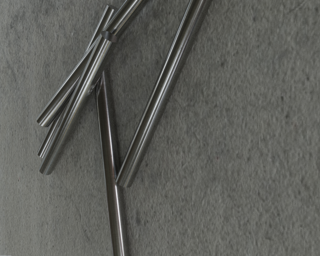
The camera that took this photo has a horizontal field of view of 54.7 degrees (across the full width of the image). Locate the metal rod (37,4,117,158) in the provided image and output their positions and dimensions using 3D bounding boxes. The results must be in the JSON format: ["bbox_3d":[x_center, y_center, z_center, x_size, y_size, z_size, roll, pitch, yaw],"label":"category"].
[{"bbox_3d":[-0.142,-0.064,0.518,0.025,0.025,0.298,48,118,29],"label":"metal rod"}]

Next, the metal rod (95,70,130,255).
[{"bbox_3d":[-0.072,0.061,0.461,0.025,0.025,0.298,-12,82,39],"label":"metal rod"}]

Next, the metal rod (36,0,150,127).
[{"bbox_3d":[-0.099,-0.107,0.463,0.299,0.025,0.025,-44,63,23],"label":"metal rod"}]

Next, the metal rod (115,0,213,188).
[{"bbox_3d":[0.005,-0.052,0.398,0.025,0.025,0.298,36,112,34],"label":"metal rod"}]

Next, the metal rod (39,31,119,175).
[{"bbox_3d":[-0.140,-0.022,0.493,0.025,0.025,0.298,55,128,25],"label":"metal rod"}]
